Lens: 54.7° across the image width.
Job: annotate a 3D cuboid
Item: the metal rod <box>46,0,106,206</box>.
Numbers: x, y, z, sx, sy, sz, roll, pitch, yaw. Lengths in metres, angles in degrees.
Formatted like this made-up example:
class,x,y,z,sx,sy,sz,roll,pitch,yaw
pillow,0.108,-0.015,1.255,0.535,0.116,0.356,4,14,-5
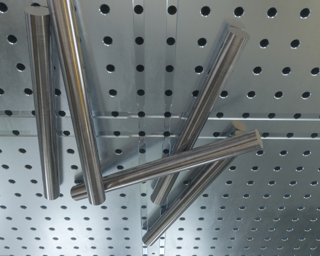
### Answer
class,x,y,z,sx,sy,sz,roll,pitch,yaw
metal rod,-0.095,-0.019,0.373,0.025,0.025,0.298,-1,124,0

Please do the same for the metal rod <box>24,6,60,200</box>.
class,x,y,z,sx,sy,sz,roll,pitch,yaw
metal rod,-0.148,-0.006,0.404,0.025,0.025,0.298,7,130,-7

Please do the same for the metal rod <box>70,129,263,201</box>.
class,x,y,z,sx,sy,sz,roll,pitch,yaw
metal rod,-0.008,0.059,0.435,0.300,0.025,0.025,-20,128,26

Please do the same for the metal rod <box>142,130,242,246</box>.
class,x,y,z,sx,sy,sz,roll,pitch,yaw
metal rod,0.045,0.114,0.509,0.025,0.025,0.298,21,127,-18

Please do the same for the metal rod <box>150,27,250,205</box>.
class,x,y,z,sx,sy,sz,roll,pitch,yaw
metal rod,0.040,0.008,0.419,0.025,0.025,0.298,13,129,-11
